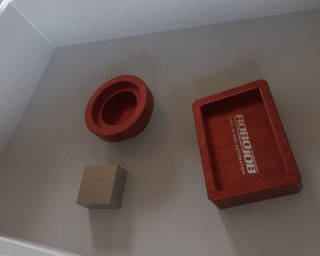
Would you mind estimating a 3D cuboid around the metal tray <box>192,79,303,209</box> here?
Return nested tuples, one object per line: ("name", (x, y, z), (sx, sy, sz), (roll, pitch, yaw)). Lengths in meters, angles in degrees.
("metal tray", (0.091, 0.015, 0.344), (0.090, 0.030, 0.130), (-17, 55, 17))

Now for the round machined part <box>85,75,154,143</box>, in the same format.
("round machined part", (-0.052, -0.023, 0.435), (0.098, 0.042, 0.098), (-13, 56, 20))

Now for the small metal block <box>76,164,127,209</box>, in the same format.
("small metal block", (-0.074, 0.076, 0.396), (0.050, 0.025, 0.050), (-7, 59, 24))
